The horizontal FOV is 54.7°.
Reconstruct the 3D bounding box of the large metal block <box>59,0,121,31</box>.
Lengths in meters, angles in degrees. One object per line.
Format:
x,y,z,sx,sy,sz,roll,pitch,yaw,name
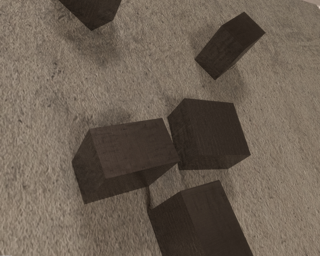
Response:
-0.099,-0.202,0.439,0.080,0.080,0.050,44,51,1,large metal block

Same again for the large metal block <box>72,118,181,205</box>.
-0.039,0.035,0.327,0.081,0.080,0.050,-10,67,-33,large metal block

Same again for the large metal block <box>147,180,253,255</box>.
0.037,0.110,0.323,0.050,0.080,0.080,-8,66,-32,large metal block

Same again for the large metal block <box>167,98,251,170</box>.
0.064,0.010,0.418,0.081,0.050,0.080,3,61,-27,large metal block

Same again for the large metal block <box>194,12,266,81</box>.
0.116,-0.136,0.517,0.050,0.080,0.080,47,51,4,large metal block
